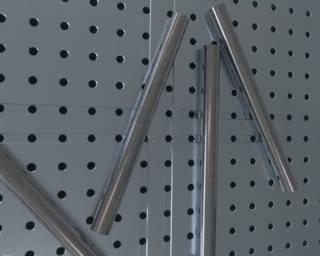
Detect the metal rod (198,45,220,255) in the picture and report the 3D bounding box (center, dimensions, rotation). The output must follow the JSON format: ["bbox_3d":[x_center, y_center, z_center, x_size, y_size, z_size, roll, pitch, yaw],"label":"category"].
[{"bbox_3d":[0.069,0.034,0.437,0.025,0.025,0.298,2,90,-20],"label":"metal rod"}]

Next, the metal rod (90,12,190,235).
[{"bbox_3d":[-0.023,-0.011,0.403,0.025,0.025,0.299,23,82,-19],"label":"metal rod"}]

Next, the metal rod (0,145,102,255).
[{"bbox_3d":[-0.160,0.063,0.353,0.025,0.025,0.300,-41,103,-15],"label":"metal rod"}]

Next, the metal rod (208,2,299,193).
[{"bbox_3d":[0.142,-0.039,0.464,0.025,0.025,0.299,-28,99,-18],"label":"metal rod"}]
